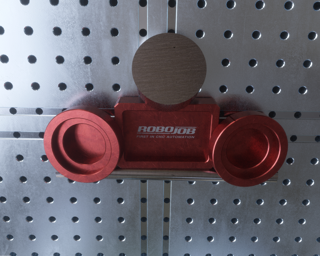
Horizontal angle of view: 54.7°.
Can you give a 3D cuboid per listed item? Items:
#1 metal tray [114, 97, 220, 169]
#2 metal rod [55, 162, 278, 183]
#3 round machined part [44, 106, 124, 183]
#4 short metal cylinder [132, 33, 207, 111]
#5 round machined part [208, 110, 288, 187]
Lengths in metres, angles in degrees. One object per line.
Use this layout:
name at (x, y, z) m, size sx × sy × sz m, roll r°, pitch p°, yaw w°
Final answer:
metal tray at (0.008, 0.007, 0.408) m, size 0.131 × 0.030 × 0.089 m, roll 1°, pitch 111°, yaw -1°
metal rod at (0.010, 0.061, 0.432) m, size 0.302 × 0.025 × 0.025 m, roll 2°, pitch 110°, yaw -1°
round machined part at (-0.094, 0.018, 0.401) m, size 0.099 × 0.042 × 0.097 m, roll 2°, pitch 108°, yaw 7°
short metal cylinder at (0.010, -0.062, 0.358) m, size 0.081 × 0.050 × 0.080 m, roll 0°, pitch 84°, yaw 0°
round machined part at (0.110, 0.024, 0.405) m, size 0.099 × 0.042 × 0.097 m, roll -3°, pitch 109°, yaw -8°
